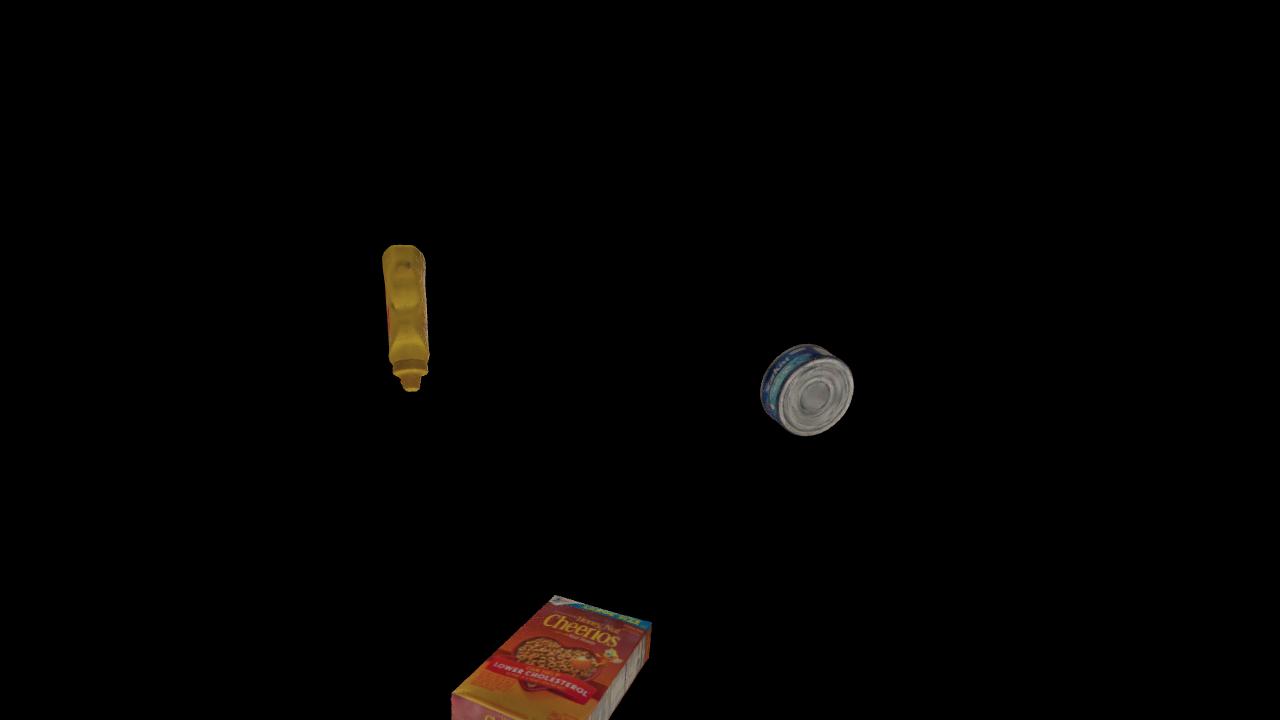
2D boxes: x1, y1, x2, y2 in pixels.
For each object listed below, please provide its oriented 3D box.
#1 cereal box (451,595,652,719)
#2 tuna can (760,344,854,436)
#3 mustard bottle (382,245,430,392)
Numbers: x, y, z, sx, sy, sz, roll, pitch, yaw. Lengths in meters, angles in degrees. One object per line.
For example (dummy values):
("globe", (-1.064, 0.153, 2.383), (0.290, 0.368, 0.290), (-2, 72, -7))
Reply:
("cereal box", (-0.128, 0.506, 0.998), (0.203, 0.081, 0.306), (8, 11, 22))
("tuna can", (0.159, 0.029, 0.582), (0.084, 0.084, 0.034), (0, 22, -19))
("mustard bottle", (-0.300, -0.048, 0.796), (0.054, 0.184, 0.092), (-2, -15, -25))
